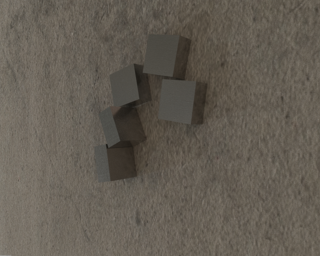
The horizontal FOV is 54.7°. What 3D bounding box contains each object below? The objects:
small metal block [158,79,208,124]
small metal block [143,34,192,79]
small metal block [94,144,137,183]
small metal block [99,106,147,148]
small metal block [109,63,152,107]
[{"bbox_3d":[0.027,-0.033,0.381,0.050,0.025,0.050,11,97,39],"label":"small metal block"},{"bbox_3d":[0.008,-0.091,0.396,0.050,0.025,0.050,16,100,38],"label":"small metal block"},{"bbox_3d":[-0.062,0.048,0.438,0.025,0.050,0.050,-14,82,39],"label":"small metal block"},{"bbox_3d":[-0.051,-0.001,0.429,0.025,0.050,0.050,-30,72,36],"label":"small metal block"},{"bbox_3d":[-0.042,-0.057,0.438,0.050,0.025,0.050,-16,80,38],"label":"small metal block"}]
